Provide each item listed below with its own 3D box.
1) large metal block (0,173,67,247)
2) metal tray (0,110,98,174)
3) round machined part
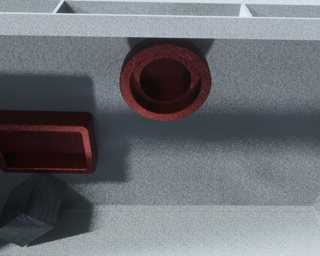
[{"bbox_3d":[-0.197,0.122,0.474,0.080,0.080,0.050,-34,123,25],"label":"large metal block"},{"bbox_3d":[-0.156,0.021,0.421,0.131,0.030,0.089,1,130,-2],"label":"metal tray"},{"bbox_3d":[0.006,-0.058,0.348,0.099,0.042,0.097,-1,130,0],"label":"round machined part"}]
